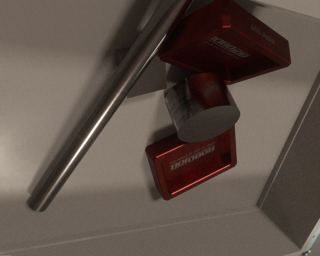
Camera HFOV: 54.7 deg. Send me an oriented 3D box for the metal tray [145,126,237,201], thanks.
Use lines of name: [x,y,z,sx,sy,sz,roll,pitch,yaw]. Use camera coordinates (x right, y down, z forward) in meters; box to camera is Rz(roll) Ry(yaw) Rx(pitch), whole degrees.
metal tray: [0.051,0.043,0.461,0.131,0.030,0.089,-24,128,-14]

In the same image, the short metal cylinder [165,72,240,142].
short metal cylinder: [0.052,-0.024,0.388,0.081,0.050,0.080,-15,151,-8]

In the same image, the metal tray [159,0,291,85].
metal tray: [0.073,-0.087,0.343,0.131,0.090,0.030,10,73,-43]

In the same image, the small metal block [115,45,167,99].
small metal block: [-0.021,-0.067,0.357,0.050,0.025,0.050,-17,126,-19]

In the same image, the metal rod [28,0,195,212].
metal rod: [-0.065,-0.017,0.339,0.025,0.025,0.299,24,113,-37]
